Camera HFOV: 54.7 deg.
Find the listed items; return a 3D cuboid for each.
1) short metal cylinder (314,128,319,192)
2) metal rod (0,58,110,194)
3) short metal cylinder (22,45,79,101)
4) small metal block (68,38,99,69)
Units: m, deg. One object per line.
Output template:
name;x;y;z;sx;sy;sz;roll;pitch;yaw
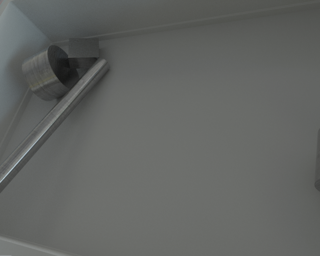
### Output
short metal cylinder;0.176;0.029;0.260;0.080;0.080;0.050;2;63;29
metal rod;-0.171;0.003;0.457;0.025;0.025;0.301;16;59;34
short metal cylinder;-0.181;-0.091;0.518;0.050;0.080;0.080;-22;54;15
small metal block;-0.131;-0.130;0.538;0.050;0.025;0.050;-3;55;-9
